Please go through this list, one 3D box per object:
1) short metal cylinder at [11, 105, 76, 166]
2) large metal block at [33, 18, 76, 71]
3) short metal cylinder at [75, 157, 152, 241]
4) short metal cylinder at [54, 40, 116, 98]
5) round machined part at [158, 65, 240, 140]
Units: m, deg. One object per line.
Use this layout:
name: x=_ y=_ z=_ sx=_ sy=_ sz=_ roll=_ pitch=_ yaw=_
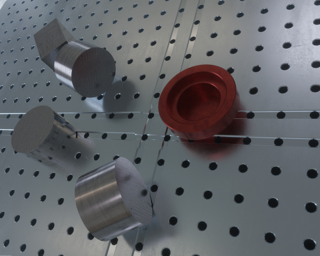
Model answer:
short metal cylinder: x=-0.179 y=0.012 z=0.479 sx=0.080 sy=0.050 sz=0.080 roll=-13 pitch=56 yaw=21
large metal block: x=-0.166 y=-0.130 z=0.540 sx=0.050 sy=0.080 sz=0.080 roll=-35 pitch=51 yaw=5
short metal cylinder: x=-0.050 y=0.080 z=0.351 sx=0.050 sy=0.080 sz=0.080 roll=-26 pitch=53 yaw=12
short metal cylinder: x=-0.118 y=-0.094 z=0.493 sx=0.050 sy=0.080 sz=0.080 roll=29 pitch=78 yaw=37
round machined part: x=0.051 y=-0.028 z=0.388 sx=0.098 sy=0.042 sz=0.098 roll=-13 pitch=56 yaw=21
